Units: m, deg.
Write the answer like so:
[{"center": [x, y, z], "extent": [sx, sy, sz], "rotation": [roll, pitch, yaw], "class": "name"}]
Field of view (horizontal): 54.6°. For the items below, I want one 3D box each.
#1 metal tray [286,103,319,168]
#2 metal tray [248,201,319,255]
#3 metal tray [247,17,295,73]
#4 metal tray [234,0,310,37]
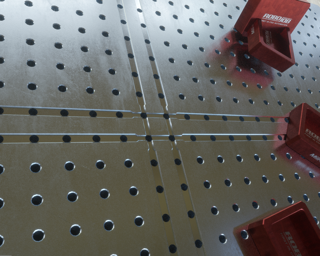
[{"center": [0.286, 0.025, 0.542], "extent": [0.130, 0.030, 0.090], "rotation": [33, 51, -7], "class": "metal tray"}, {"center": [0.181, 0.170, 0.397], "extent": [0.091, 0.030, 0.130], "rotation": [-11, 67, -33], "class": "metal tray"}, {"center": [0.216, -0.181, 0.611], "extent": [0.090, 0.030, 0.130], "rotation": [22, 54, -21], "class": "metal tray"}, {"center": [0.223, -0.223, 0.617], "extent": [0.131, 0.089, 0.030], "rotation": [-2, 48, -29], "class": "metal tray"}]
